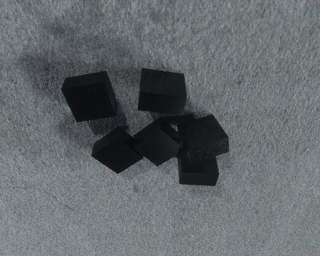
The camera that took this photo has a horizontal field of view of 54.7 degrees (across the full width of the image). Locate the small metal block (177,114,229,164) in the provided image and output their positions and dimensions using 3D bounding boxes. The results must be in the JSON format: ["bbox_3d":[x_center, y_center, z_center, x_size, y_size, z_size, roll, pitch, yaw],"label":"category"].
[{"bbox_3d":[0.054,0.013,0.396,0.050,0.050,0.025,-17,130,-6],"label":"small metal block"}]

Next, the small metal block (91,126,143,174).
[{"bbox_3d":[-0.059,0.032,0.434,0.050,0.025,0.050,-34,123,25],"label":"small metal block"}]

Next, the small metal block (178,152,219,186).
[{"bbox_3d":[0.053,0.053,0.437,0.050,0.050,0.025,4,130,-4],"label":"small metal block"}]

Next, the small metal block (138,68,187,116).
[{"bbox_3d":[0.002,-0.042,0.355,0.050,0.050,0.025,7,130,-7],"label":"small metal block"}]

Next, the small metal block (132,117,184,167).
[{"bbox_3d":[-0.001,0.020,0.424,0.050,0.025,0.050,-34,123,25],"label":"small metal block"}]

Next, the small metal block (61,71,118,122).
[{"bbox_3d":[-0.083,-0.037,0.374,0.050,0.025,0.050,-9,130,7],"label":"small metal block"}]
